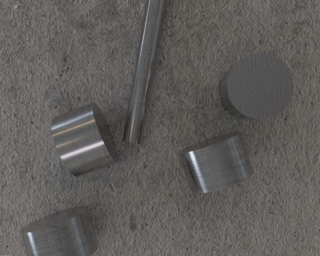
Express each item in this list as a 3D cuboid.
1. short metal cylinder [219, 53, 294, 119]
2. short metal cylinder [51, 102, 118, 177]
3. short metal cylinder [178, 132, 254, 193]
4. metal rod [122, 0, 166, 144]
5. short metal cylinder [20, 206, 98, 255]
[{"bbox_3d":[0.121,-0.051,0.399,0.081,0.050,0.080,0,90,0],"label":"short metal cylinder"},{"bbox_3d":[-0.090,0.014,0.382,0.050,0.080,0.080,-21,90,0],"label":"short metal cylinder"},{"bbox_3d":[0.068,0.041,0.383,0.080,0.080,0.050,-19,90,0],"label":"short metal cylinder"},{"bbox_3d":[-0.012,-0.128,0.409,0.025,0.025,0.298,10,90,0],"label":"metal rod"},{"bbox_3d":[-0.122,0.135,0.382,0.080,0.080,0.050,-16,90,0],"label":"short metal cylinder"}]
